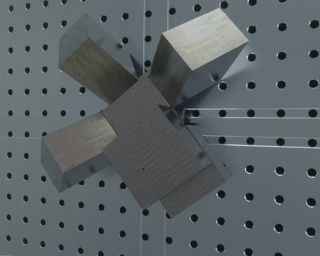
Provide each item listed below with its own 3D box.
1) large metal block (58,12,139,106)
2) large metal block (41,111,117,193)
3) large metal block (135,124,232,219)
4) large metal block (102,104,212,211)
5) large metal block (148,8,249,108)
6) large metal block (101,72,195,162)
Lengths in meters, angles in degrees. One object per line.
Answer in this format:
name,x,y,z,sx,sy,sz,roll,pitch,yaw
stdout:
large metal block,-0.079,-0.088,0.395,0.050,0.080,0.080,-40,38,16
large metal block,-0.105,0.033,0.405,0.050,0.081,0.080,54,148,13
large metal block,0.030,0.052,0.388,0.080,0.050,0.080,-38,77,15
large metal block,-0.002,0.031,0.346,0.080,0.050,0.080,-39,79,15
large metal block,0.040,-0.077,0.353,0.080,0.080,0.050,-31,77,-23
large metal block,-0.015,-0.013,0.405,0.080,0.050,0.080,-40,78,15
